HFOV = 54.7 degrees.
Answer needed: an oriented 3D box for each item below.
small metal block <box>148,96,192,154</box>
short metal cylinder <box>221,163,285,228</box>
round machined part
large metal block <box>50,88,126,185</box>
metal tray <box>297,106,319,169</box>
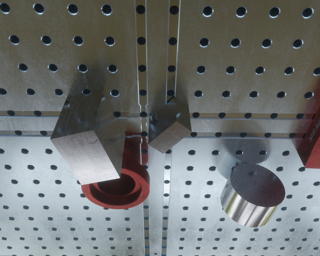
[{"bbox_3d":[0.012,-0.004,0.392,0.025,0.050,0.050,35,122,-26],"label":"small metal block"},{"bbox_3d":[0.136,0.099,0.461,0.081,0.080,0.050,7,130,-6],"label":"short metal cylinder"},{"bbox_3d":[-0.064,0.076,0.464,0.099,0.042,0.097,0,130,0],"label":"round machined part"},{"bbox_3d":[-0.083,0.010,0.384,0.050,0.080,0.080,-12,129,10],"label":"large metal block"},{"bbox_3d":[0.252,0.001,0.411,0.091,0.030,0.129,3,130,-3],"label":"metal tray"}]
